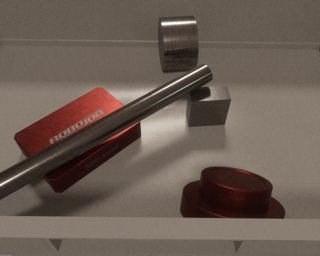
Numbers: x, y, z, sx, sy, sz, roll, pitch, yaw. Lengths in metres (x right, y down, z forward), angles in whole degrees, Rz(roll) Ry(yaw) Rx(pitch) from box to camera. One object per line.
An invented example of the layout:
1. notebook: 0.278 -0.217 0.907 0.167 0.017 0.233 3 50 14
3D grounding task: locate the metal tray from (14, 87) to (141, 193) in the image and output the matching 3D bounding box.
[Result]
1. metal tray: -0.100 0.009 0.393 0.131 0.030 0.090 -36 59 -27

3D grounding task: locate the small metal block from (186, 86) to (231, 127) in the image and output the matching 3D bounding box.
1. small metal block: 0.063 -0.028 0.413 0.050 0.050 0.025 -4 50 -3

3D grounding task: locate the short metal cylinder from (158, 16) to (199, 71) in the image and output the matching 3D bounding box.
1. short metal cylinder: 0.026 -0.131 0.480 0.050 0.080 0.080 -5 50 -4

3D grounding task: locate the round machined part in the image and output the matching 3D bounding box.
1. round machined part: 0.072 0.068 0.304 0.099 0.042 0.098 8 10 -1

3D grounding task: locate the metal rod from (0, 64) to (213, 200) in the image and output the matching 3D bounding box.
1. metal rod: -0.065 0.002 0.352 0.302 0.025 0.025 -30 57 -17
